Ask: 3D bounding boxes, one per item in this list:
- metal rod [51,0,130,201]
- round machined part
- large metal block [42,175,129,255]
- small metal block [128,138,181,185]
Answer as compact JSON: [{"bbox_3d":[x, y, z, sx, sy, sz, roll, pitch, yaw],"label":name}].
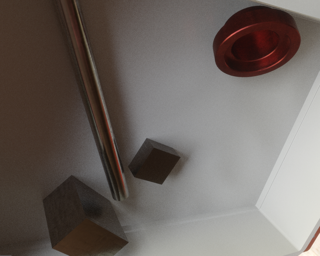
[{"bbox_3d":[-0.074,-0.027,0.352,0.025,0.025,0.298,-21,127,-17],"label":"metal rod"},{"bbox_3d":[0.113,-0.107,0.375,0.099,0.042,0.098,-3,154,-1],"label":"round machined part"},{"bbox_3d":[-0.096,0.119,0.396,0.050,0.080,0.080,-42,130,0],"label":"large metal block"},{"bbox_3d":[-0.008,0.048,0.436,0.050,0.025,0.050,23,106,-37],"label":"small metal block"}]
